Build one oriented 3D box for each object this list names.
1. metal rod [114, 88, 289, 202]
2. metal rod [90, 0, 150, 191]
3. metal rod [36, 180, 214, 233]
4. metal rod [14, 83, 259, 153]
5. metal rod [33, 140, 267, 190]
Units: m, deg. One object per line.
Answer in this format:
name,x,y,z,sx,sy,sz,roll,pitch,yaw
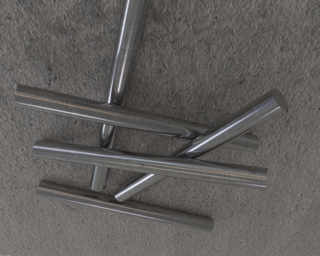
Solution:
metal rod,0.027,0.039,0.400,0.025,0.025,0.299,31,136,-24
metal rod,-0.058,-0.022,0.387,0.025,0.025,0.298,11,129,-10
metal rod,-0.049,0.135,0.521,0.302,0.025,0.025,16,128,-14
metal rod,-0.011,-0.006,0.375,0.302,0.025,0.025,11,130,-20
metal rod,-0.025,0.043,0.387,0.301,0.025,0.025,6,132,17
